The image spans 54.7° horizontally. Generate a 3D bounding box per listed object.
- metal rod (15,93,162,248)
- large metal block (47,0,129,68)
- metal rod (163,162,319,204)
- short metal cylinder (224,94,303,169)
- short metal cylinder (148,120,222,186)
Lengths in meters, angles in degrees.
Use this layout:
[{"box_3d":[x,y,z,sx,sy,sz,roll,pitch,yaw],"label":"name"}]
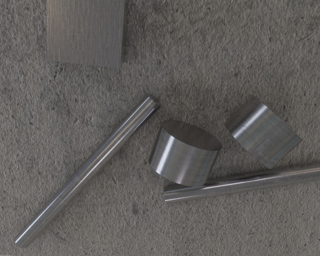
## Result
[{"box_3d":[-0.108,0.068,0.433,0.025,0.025,0.299,41,105,-14],"label":"metal rod"},{"box_3d":[-0.080,-0.116,0.353,0.081,0.050,0.079,6,110,-3],"label":"large metal block"},{"box_3d":[0.156,0.072,0.437,0.302,0.025,0.025,-10,110,3],"label":"metal rod"},{"box_3d":[0.126,0.004,0.383,0.080,0.080,0.050,39,105,-13],"label":"short metal cylinder"},{"box_3d":[0.031,0.030,0.392,0.080,0.080,0.050,19,109,-7],"label":"short metal cylinder"}]
